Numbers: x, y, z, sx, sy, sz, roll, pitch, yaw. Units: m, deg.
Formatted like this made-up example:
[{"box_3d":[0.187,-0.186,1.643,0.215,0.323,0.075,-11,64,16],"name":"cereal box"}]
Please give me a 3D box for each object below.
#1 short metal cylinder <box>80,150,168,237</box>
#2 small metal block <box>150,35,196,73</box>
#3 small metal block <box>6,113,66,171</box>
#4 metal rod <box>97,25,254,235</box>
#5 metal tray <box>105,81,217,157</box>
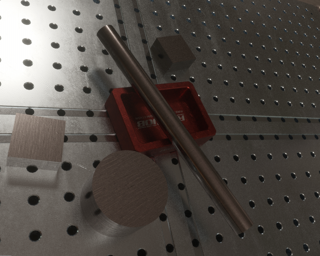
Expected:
[{"box_3d":[-0.039,0.070,0.330,0.081,0.050,0.080,14,56,-21],"name":"short metal cylinder"},{"box_3d":[0.021,-0.119,0.494,0.050,0.025,0.050,-19,72,-36],"name":"small metal block"},{"box_3d":[-0.130,0.015,0.329,0.050,0.025,0.050,10,57,-23],"name":"small metal block"},{"box_3d":[0.012,-0.006,0.380,0.025,0.025,0.299,-27,77,-37],"name":"metal rod"},{"box_3d":[0.003,-0.014,0.416,0.131,0.030,0.090,-11,67,-33],"name":"metal tray"}]
